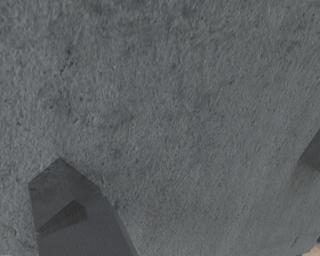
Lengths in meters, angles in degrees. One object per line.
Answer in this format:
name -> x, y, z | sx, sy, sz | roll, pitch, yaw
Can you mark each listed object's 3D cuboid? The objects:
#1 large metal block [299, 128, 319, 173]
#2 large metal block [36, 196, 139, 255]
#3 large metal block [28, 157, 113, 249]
large metal block -> 0.337, 0.046, 0.607 | 0.081, 0.050, 0.080 | 14, 111, -34
large metal block -> -0.069, 0.129, 0.311 | 0.080, 0.080, 0.050 | -29, 129, -10
large metal block -> -0.105, 0.094, 0.373 | 0.050, 0.080, 0.080 | -40, 130, -1
